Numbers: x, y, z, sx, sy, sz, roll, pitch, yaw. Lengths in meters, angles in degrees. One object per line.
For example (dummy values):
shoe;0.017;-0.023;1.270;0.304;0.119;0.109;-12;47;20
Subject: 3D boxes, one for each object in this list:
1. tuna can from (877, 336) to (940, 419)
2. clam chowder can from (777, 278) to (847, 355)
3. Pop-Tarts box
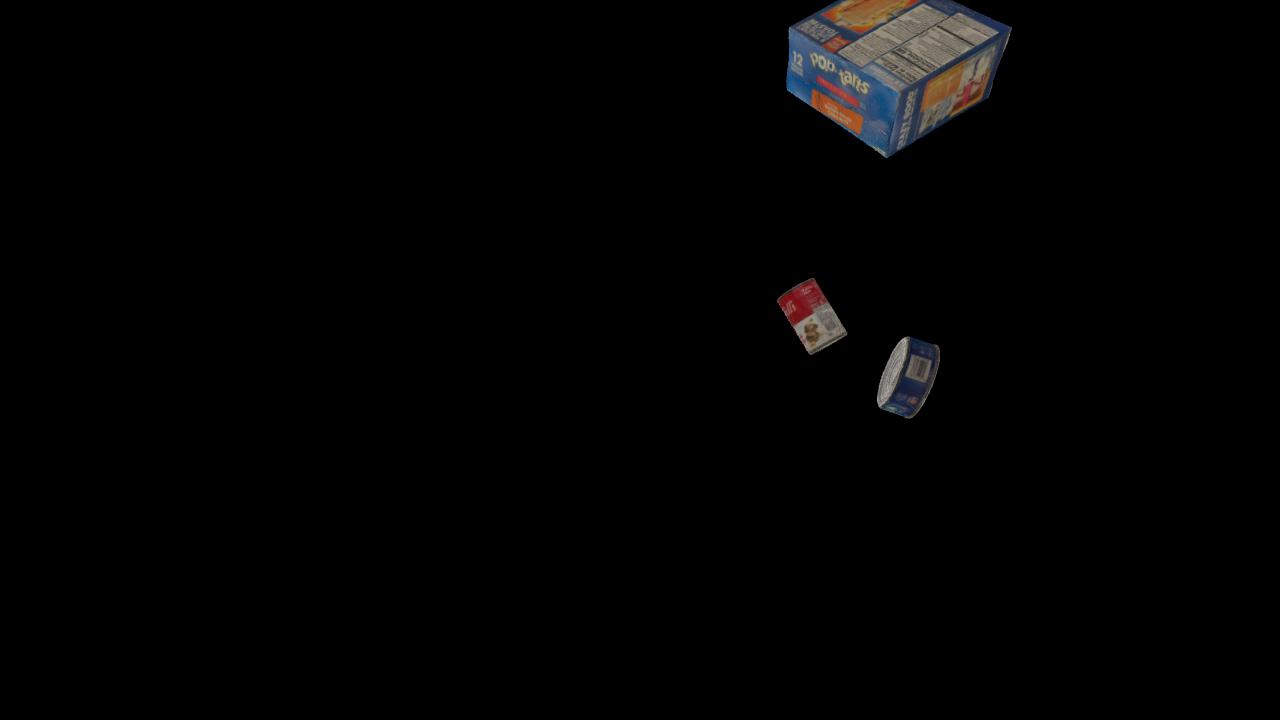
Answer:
tuna can;0.285;0.018;0.657;0.034;0.084;0.084;19;3;9
clam chowder can;0.268;-0.067;0.959;0.068;0.102;0.068;-29;-9;-5
Pop-Tarts box;0.265;-0.317;0.657;0.141;0.167;0.083;-32;-34;-8
